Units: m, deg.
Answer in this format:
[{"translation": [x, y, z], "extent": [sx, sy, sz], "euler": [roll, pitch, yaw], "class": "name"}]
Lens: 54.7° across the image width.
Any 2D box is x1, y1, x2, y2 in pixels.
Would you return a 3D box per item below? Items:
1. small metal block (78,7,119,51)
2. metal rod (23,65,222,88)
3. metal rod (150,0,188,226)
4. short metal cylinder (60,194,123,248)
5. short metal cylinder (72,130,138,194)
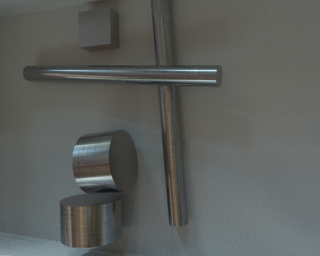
[{"translation": [-0.087, -0.139, 0.440], "extent": [0.050, 0.025, 0.050], "euler": [-1, 90, 19], "class": "small metal block"}, {"translation": [-0.068, -0.071, 0.414], "extent": [0.301, 0.025, 0.025], "euler": [6, 92, 26], "class": "metal rod"}, {"translation": [0.012, -0.025, 0.405], "extent": [0.025, 0.025, 0.298], "euler": [-5, 88, 19], "class": "metal rod"}, {"translation": [-0.091, 0.119, 0.412], "extent": [0.080, 0.080, 0.050], "euler": [-2, 90, 19], "class": "short metal cylinder"}, {"translation": [-0.069, 0.044, 0.404], "extent": [0.050, 0.080, 0.080], "euler": [-7, 88, 19], "class": "short metal cylinder"}]
